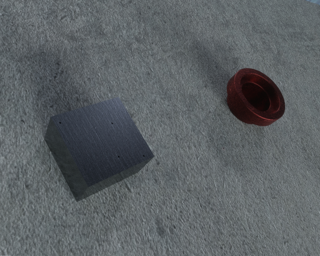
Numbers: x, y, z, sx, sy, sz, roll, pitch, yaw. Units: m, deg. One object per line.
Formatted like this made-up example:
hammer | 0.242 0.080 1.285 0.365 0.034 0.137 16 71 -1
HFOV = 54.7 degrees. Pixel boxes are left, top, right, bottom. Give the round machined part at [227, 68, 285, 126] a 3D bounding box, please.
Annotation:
round machined part | 0.149 -0.045 0.500 0.099 0.042 0.098 14 56 -21

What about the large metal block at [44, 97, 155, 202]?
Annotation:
large metal block | -0.067 0.021 0.339 0.081 0.050 0.080 -22 74 -36
